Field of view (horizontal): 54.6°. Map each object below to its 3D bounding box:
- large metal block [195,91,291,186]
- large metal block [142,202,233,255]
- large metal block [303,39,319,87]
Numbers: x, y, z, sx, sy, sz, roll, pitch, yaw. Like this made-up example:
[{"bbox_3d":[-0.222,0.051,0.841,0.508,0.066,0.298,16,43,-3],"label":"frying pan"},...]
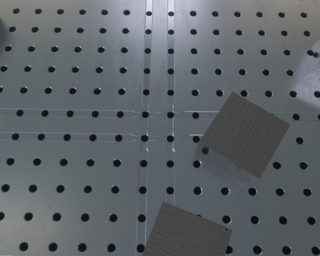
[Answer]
[{"bbox_3d":[0.102,0.015,0.394,0.080,0.050,0.080,32,73,11],"label":"large metal block"},{"bbox_3d":[0.026,0.138,0.348,0.080,0.050,0.080,21,71,7],"label":"large metal block"},{"bbox_3d":[0.263,-0.095,0.434,0.080,0.050,0.080,27,72,9],"label":"large metal block"}]
